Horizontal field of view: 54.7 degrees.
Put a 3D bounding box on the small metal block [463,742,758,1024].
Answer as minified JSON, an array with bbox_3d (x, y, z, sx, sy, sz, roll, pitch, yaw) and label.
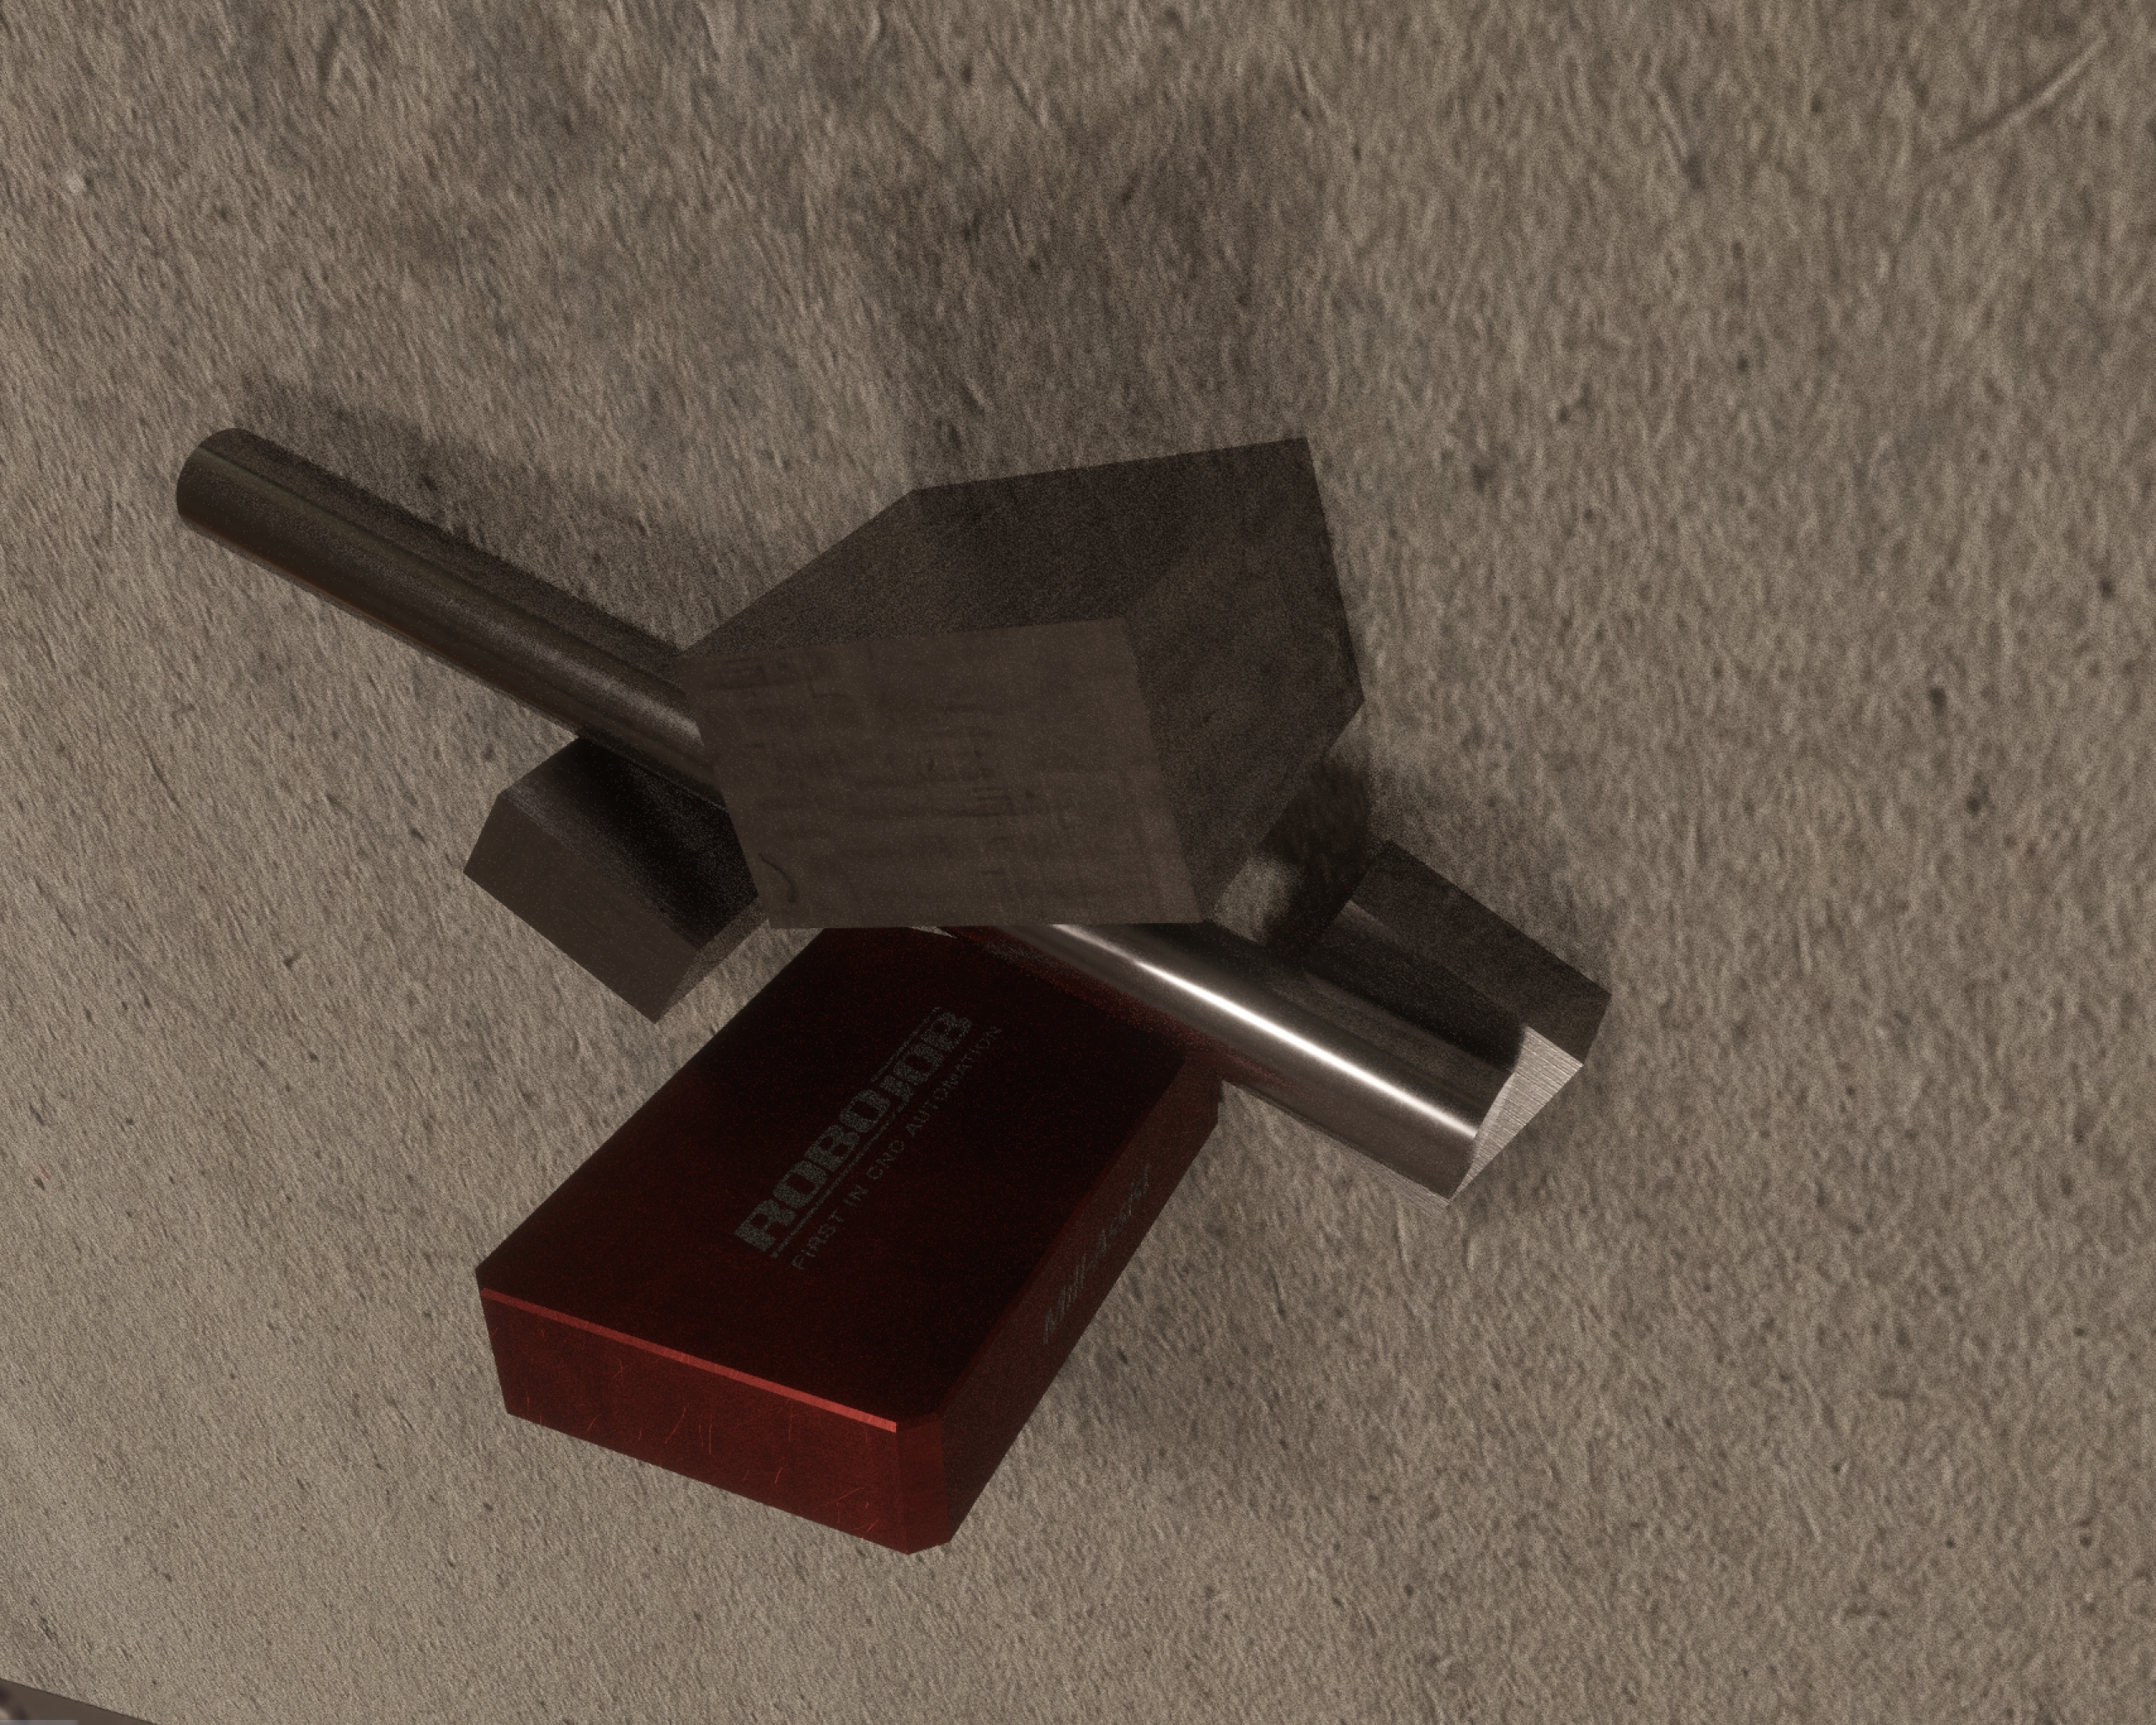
[{"bbox_3d":[-0.089,-0.002,0.435,0.050,0.050,0.025,38,129,2],"label":"small metal block"}]

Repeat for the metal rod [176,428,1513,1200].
[{"bbox_3d":[-0.058,-0.017,0.409,0.301,0.025,0.025,27,128,17],"label":"metal rod"}]

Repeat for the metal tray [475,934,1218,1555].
[{"bbox_3d":[-0.037,0.062,0.397,0.090,0.131,0.030,12,123,21],"label":"metal tray"}]

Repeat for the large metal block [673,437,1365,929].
[{"bbox_3d":[-0.006,-0.031,0.354,0.080,0.080,0.050,-2,118,29],"label":"large metal block"}]

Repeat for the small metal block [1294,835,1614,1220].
[{"bbox_3d":[0.063,0.031,0.394,0.050,0.025,0.050,36,129,4],"label":"small metal block"}]
